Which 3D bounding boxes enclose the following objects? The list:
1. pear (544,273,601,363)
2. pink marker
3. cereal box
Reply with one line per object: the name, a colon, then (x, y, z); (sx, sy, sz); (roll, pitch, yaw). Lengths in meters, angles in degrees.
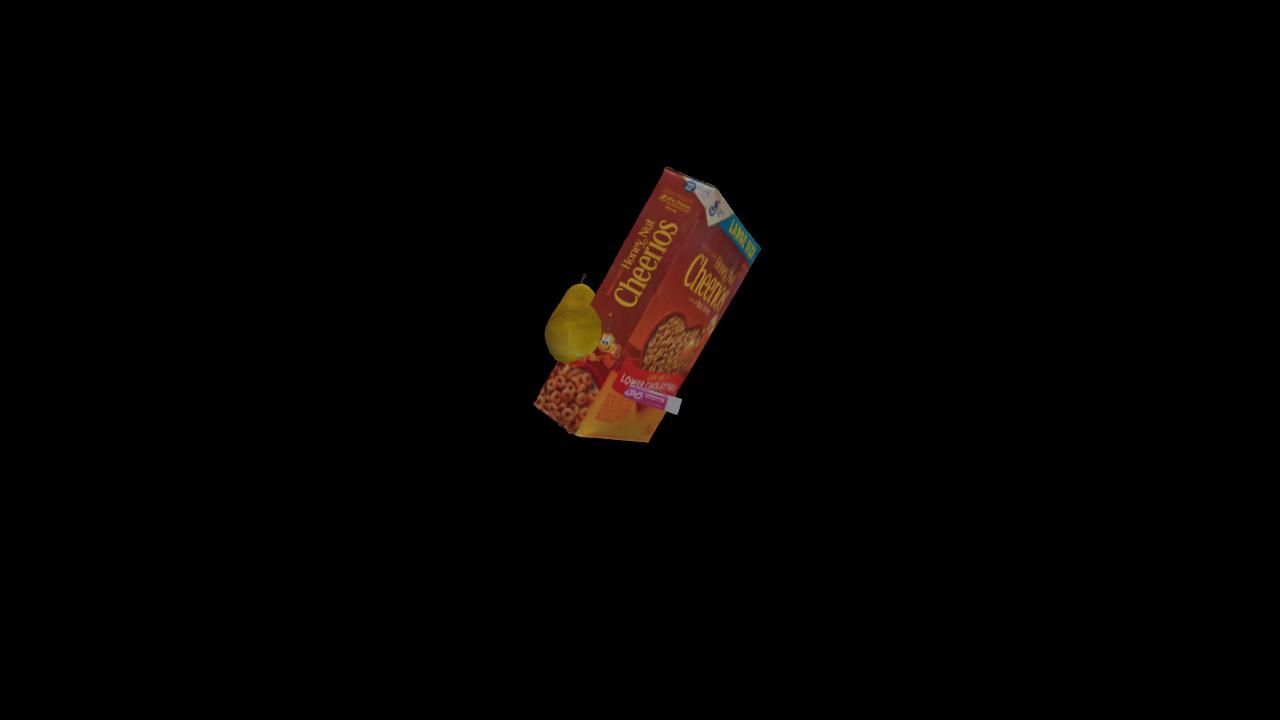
pear: (-0.070, -0.050, 0.690); (0.080, 0.111, 0.080); (-10, -15, -3)
pink marker: (-0.013, 0.035, 0.690); (0.121, 0.020, 0.020); (17, 2, 6)
cereal box: (0.021, -0.049, 0.744); (0.081, 0.306, 0.203); (33, 4, 25)
